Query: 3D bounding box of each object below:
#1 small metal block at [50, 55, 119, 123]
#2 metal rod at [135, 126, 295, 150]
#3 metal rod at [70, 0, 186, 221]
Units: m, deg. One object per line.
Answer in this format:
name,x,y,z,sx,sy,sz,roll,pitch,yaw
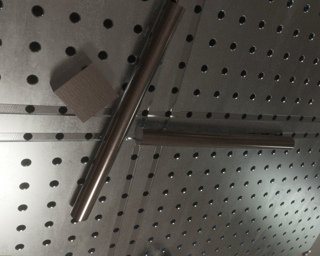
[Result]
small metal block,-0.082,-0.042,0.341,0.050,0.025,0.050,-38,130,-3
metal rod,0.102,0.019,0.480,0.302,0.025,0.025,4,117,-31
metal rod,-0.047,-0.008,0.381,0.025,0.025,0.298,14,111,-35
